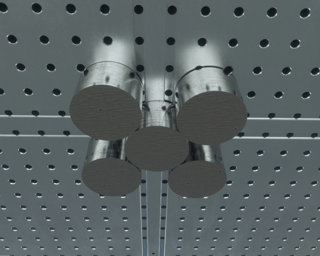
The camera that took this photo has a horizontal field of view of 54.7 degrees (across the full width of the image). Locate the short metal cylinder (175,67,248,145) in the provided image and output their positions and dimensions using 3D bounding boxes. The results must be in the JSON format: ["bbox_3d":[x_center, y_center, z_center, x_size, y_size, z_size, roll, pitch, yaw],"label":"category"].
[{"bbox_3d":[0.059,-0.025,0.372,0.081,0.050,0.079,0,130,0],"label":"short metal cylinder"}]

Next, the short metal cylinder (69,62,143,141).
[{"bbox_3d":[-0.061,-0.031,0.367,0.081,0.050,0.079,0,130,0],"label":"short metal cylinder"}]

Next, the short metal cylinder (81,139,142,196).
[{"bbox_3d":[-0.065,0.052,0.437,0.081,0.050,0.079,0,130,0],"label":"short metal cylinder"}]

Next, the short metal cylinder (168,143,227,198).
[{"bbox_3d":[0.051,0.056,0.443,0.081,0.050,0.079,0,130,0],"label":"short metal cylinder"}]

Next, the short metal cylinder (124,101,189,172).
[{"bbox_3d":[-0.004,0.012,0.404,0.081,0.050,0.079,0,130,0],"label":"short metal cylinder"}]
